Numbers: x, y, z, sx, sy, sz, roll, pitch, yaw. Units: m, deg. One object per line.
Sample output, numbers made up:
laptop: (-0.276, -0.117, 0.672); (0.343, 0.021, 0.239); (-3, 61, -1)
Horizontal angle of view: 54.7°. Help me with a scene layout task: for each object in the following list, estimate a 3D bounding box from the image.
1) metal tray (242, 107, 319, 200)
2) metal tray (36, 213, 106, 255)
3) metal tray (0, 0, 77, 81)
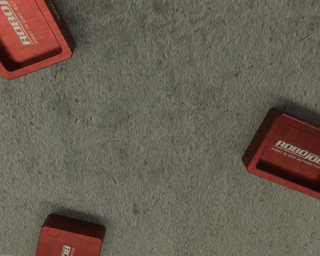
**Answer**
metal tray: (0.191, 0.037, 0.422); (0.131, 0.030, 0.089); (21, 109, -8)
metal tray: (-0.144, 0.203, 0.480); (0.091, 0.030, 0.129); (16, 109, -6)
metal tray: (-0.164, -0.127, 0.341); (0.090, 0.030, 0.129); (-19, 124, 6)
